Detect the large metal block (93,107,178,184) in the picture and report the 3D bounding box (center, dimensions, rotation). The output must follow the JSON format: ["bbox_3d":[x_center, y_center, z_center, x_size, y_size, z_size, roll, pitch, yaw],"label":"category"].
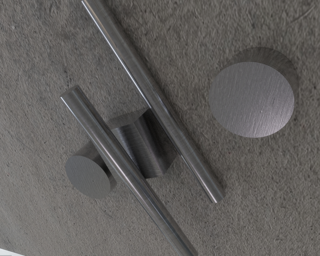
[{"bbox_3d":[-0.035,0.024,0.424,0.080,0.050,0.080,-16,110,34],"label":"large metal block"}]

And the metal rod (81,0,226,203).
[{"bbox_3d":[-0.001,-0.028,0.389,0.025,0.025,0.299,-23,106,36],"label":"metal rod"}]

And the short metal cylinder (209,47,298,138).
[{"bbox_3d":[0.096,-0.037,0.317,0.080,0.050,0.079,13,124,21],"label":"short metal cylinder"}]

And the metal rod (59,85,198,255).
[{"bbox_3d":[-0.028,0.075,0.403,0.025,0.025,0.299,-16,118,34],"label":"metal rod"}]

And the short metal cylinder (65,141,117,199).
[{"bbox_3d":[-0.098,0.063,0.481,0.080,0.050,0.079,13,124,21],"label":"short metal cylinder"}]
